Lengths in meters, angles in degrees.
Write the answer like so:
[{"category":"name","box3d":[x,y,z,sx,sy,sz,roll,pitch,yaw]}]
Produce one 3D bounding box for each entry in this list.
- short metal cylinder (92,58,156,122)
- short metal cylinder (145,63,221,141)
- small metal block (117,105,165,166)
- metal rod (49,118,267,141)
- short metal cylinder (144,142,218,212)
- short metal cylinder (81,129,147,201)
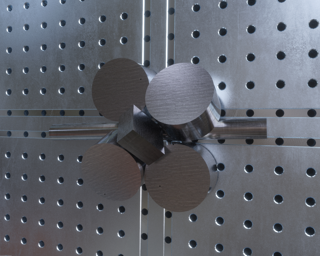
[{"category":"short metal cylinder","box3d":[-0.042,-0.048,0.410,0.080,0.050,0.079,0,90,20]},{"category":"short metal cylinder","box3d":[0.029,-0.030,0.371,0.080,0.050,0.080,-8,64,17]},{"category":"small metal block","box3d":[-0.022,0.008,0.365,0.025,0.050,0.050,-38,120,22]},{"category":"metal rod","box3d":[-0.016,0.004,0.414,0.301,0.025,0.025,-1,90,19]},{"category":"short metal cylinder","box3d":[0.027,0.058,0.385,0.080,0.050,0.079,0,90,20]},{"category":"short metal cylinder","box3d":[-0.053,0.046,0.401,0.080,0.050,0.079,6,112,16]}]
